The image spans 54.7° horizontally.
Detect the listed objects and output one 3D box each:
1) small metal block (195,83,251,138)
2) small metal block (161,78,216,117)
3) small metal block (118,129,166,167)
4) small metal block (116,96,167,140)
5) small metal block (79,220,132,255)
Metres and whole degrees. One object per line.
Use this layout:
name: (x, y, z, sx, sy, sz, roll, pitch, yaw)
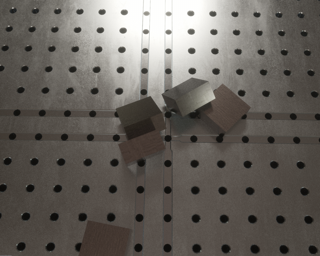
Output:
small metal block: (0.085, -0.023, 0.421, 0.050, 0.025, 0.050, -43, 76, -14)
small metal block: (0.037, -0.042, 0.412, 0.050, 0.050, 0.025, -30, 112, -11)
small metal block: (-0.023, 0.026, 0.387, 0.050, 0.050, 0.025, -21, 81, -8)
small metal block: (-0.025, -0.012, 0.403, 0.050, 0.025, 0.050, -21, 35, -8)
small metal block: (-0.064, 0.139, 0.360, 0.050, 0.025, 0.050, 11, 70, 3)
